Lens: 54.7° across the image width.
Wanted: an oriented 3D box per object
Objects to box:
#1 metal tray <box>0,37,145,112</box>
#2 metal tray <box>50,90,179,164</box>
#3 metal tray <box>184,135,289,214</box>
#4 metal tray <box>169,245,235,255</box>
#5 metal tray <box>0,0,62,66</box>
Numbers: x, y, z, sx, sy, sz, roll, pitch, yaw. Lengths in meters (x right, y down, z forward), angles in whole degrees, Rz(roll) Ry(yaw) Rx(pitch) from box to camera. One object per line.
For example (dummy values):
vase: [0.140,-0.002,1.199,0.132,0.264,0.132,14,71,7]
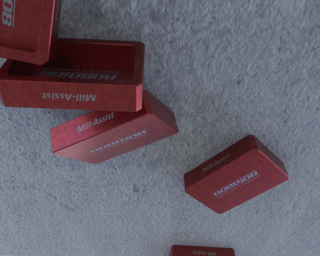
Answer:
metal tray: [-0.082,-0.057,0.314,0.131,0.090,0.030,2,131,-3]
metal tray: [-0.053,0.004,0.379,0.130,0.030,0.090,-21,159,17]
metal tray: [0.112,0.075,0.470,0.130,0.030,0.090,-37,122,27]
metal tray: [0.084,0.285,0.648,0.131,0.030,0.089,5,130,-5]
metal tray: [-0.133,-0.127,0.266,0.091,0.030,0.129,11,110,-10]
